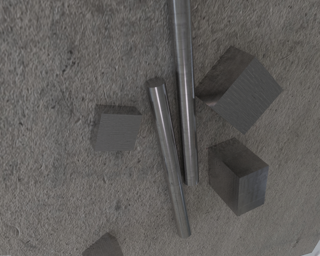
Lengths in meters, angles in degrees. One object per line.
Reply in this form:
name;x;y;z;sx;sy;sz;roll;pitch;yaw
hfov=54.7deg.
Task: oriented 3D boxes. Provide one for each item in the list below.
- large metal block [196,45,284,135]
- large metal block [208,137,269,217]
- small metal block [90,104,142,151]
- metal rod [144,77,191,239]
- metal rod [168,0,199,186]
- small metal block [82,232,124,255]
large metal block;0.105;-0.049;0.417;0.080;0.050;0.080;33;100;-38
large metal block;0.118;0.074;0.482;0.050;0.080;0.079;-19;126;-17
small metal block;-0.054;0.000;0.377;0.050;0.025;0.050;1;118;-29
metal rod;0.018;0.064;0.456;0.025;0.025;0.298;-23;127;-15
metal rod;0.033;-0.040;0.399;0.025;0.025;0.298;-19;126;-17
small metal block;-0.084;0.196;0.466;0.050;0.050;0.025;-40;130;-2
